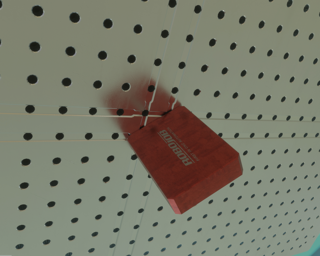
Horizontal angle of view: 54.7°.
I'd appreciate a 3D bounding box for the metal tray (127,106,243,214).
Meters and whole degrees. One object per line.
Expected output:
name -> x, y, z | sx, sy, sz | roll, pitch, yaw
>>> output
metal tray -> 0.025, 0.031, 0.377 | 0.090, 0.130, 0.030 | -31, 129, -9
